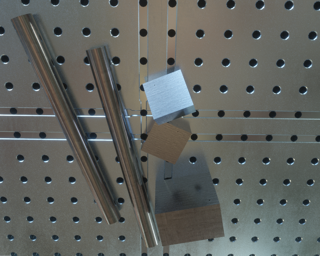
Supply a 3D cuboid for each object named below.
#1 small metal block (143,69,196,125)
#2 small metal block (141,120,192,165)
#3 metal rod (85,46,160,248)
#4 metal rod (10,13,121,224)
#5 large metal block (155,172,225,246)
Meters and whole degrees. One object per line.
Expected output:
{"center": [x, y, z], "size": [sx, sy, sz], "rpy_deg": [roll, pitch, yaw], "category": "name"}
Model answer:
{"center": [0.012, -0.038, 0.386], "size": [0.050, 0.025, 0.050], "rpy_deg": [-20, 70, 7], "category": "small metal block"}
{"center": [0.008, 0.014, 0.419], "size": [0.050, 0.025, 0.050], "rpy_deg": [24, 108, -9], "category": "small metal block"}
{"center": [-0.046, 0.039, 0.427], "size": [0.025, 0.025, 0.298], "rpy_deg": [-12, 110, 4], "category": "metal rod"}
{"center": [-0.116, 0.002, 0.413], "size": [0.025, 0.025, 0.298], "rpy_deg": [-17, 109, 6], "category": "metal rod"}
{"center": [0.038, 0.108, 0.424], "size": [0.080, 0.080, 0.050], "rpy_deg": [-10, 110, 3], "category": "large metal block"}
